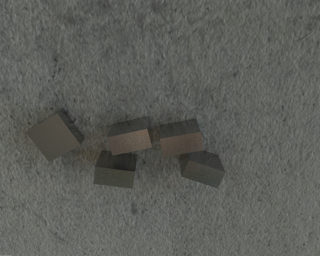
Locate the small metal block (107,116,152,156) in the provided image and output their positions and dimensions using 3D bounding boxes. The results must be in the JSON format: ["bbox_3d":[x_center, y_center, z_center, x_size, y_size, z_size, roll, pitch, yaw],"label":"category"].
[{"bbox_3d":[-0.037,0.009,0.399,0.050,0.050,0.025,-12,110,4],"label":"small metal block"}]

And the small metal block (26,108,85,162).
[{"bbox_3d":[-0.138,0.009,0.411,0.050,0.025,0.050,-29,108,9],"label":"small metal block"}]

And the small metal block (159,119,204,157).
[{"bbox_3d":[0.026,0.012,0.401,0.050,0.050,0.025,-10,110,3],"label":"small metal block"}]

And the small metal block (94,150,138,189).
[{"bbox_3d":[-0.058,0.055,0.416,0.050,0.050,0.025,8,110,-3],"label":"small metal block"}]

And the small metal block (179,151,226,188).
[{"bbox_3d":[0.055,0.050,0.416,0.050,0.050,0.025,19,109,-8],"label":"small metal block"}]
